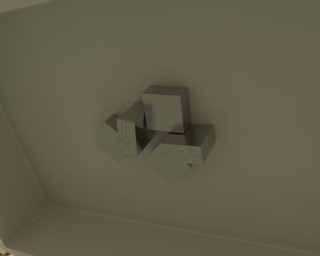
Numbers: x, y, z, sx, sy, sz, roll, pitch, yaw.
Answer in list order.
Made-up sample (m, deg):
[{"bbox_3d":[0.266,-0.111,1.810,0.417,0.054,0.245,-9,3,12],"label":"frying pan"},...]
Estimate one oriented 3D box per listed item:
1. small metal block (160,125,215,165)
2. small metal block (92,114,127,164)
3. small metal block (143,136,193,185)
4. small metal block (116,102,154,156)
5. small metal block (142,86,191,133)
[{"bbox_3d":[0.035,0.019,0.381,0.050,0.050,0.025,3,120,26],"label":"small metal block"},{"bbox_3d":[-0.063,0.016,0.448,0.050,0.025,0.050,39,129,1],"label":"small metal block"},{"bbox_3d":[0.014,0.042,0.424,0.050,0.025,0.050,42,129,-1],"label":"small metal block"},{"bbox_3d":[-0.031,0.000,0.405,0.025,0.050,0.050,12,123,21],"label":"small metal block"},{"bbox_3d":[0.009,-0.023,0.386,0.050,0.025,0.050,6,121,24],"label":"small metal block"}]
